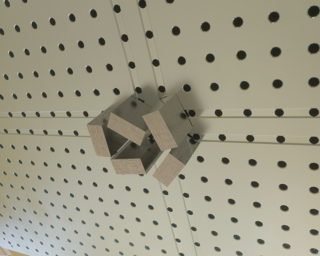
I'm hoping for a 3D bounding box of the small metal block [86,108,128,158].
[{"bbox_3d":[-0.072,0.006,0.437,0.025,0.050,0.050,4,121,27],"label":"small metal block"}]

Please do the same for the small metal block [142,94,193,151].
[{"bbox_3d":[0.011,-0.008,0.384,0.025,0.050,0.050,-17,109,35],"label":"small metal block"}]

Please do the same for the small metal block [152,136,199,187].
[{"bbox_3d":[0.021,0.042,0.410,0.025,0.050,0.050,37,129,5],"label":"small metal block"}]

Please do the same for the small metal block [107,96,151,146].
[{"bbox_3d":[-0.032,-0.011,0.406,0.050,0.050,0.025,29,129,9],"label":"small metal block"}]

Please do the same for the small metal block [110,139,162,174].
[{"bbox_3d":[-0.033,0.040,0.437,0.050,0.050,0.025,-5,116,30],"label":"small metal block"}]
